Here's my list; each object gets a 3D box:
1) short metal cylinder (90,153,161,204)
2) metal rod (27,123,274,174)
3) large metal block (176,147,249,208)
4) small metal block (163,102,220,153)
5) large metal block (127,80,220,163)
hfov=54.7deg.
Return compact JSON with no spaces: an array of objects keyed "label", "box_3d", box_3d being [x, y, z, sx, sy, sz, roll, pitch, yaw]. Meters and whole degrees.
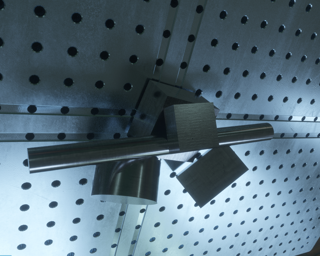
[{"label":"short metal cylinder","box_3d":[-0.041,0.064,0.380,0.080,0.080,0.050,21,64,-36]},{"label":"metal rod","box_3d":[0.011,0.018,0.359,0.303,0.025,0.025,-6,121,-26]},{"label":"large metal block","box_3d":[0.070,0.064,0.440,0.080,0.050,0.080,-38,173,-2]},{"label":"small metal block","box_3d":[0.035,-0.001,0.345,0.050,0.025,0.050,-6,86,-25]},{"label":"large metal block","box_3d":[0.016,-0.007,0.395,0.081,0.050,0.079,11,113,-33]}]
